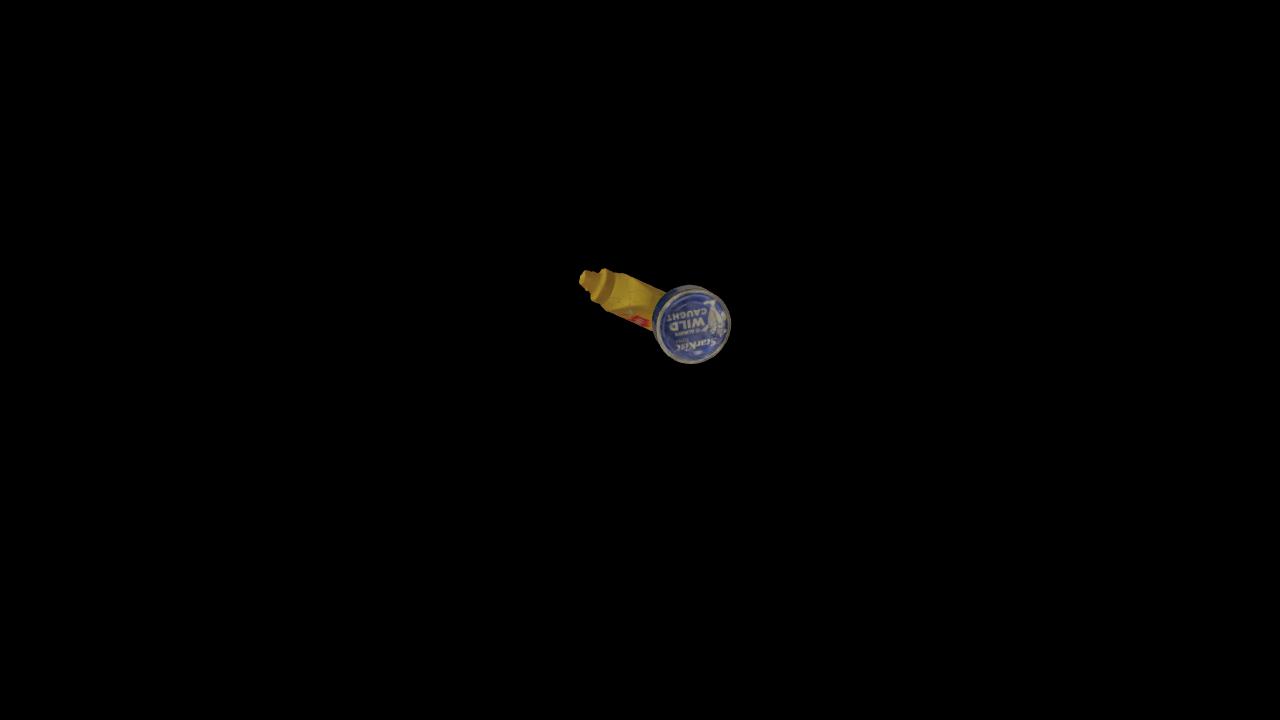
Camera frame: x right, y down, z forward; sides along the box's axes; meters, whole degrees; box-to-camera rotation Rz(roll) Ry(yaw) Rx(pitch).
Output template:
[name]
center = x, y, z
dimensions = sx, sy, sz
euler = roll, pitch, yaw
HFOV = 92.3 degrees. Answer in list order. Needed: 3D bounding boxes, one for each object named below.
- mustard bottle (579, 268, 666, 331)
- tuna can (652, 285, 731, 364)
[mustard bottle]
center = 0.008, -0.067, 0.761
dimensions = 0.184, 0.054, 0.092
euler = 23, -1, -24
[tuna can]
center = 0.056, -0.040, 0.680
dimensions = 0.084, 0.084, 0.034
euler = 0, 17, -10
